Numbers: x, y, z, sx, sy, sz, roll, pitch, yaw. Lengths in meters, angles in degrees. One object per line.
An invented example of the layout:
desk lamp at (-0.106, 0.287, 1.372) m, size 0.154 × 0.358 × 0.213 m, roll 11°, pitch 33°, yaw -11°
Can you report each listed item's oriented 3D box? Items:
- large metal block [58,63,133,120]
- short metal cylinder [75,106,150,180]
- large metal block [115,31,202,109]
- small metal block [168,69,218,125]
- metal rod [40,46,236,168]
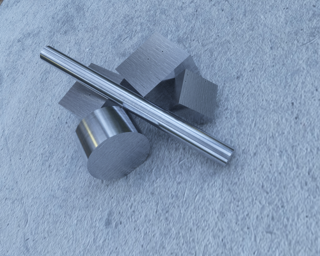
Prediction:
large metal block at (-0.089, -0.041, 0.461) m, size 0.080 × 0.050 × 0.080 m, roll 28°, pitch 77°, yaw 37°
short metal cylinder at (-0.060, 0.019, 0.389) m, size 0.080 × 0.080 × 0.050 m, roll -38°, pitch 51°, yaw 3°
large metal block at (-0.002, -0.076, 0.434) m, size 0.080 × 0.050 × 0.080 m, roll -43°, pitch 51°, yaw -2°
small metal block at (0.042, -0.038, 0.388) m, size 0.025 × 0.050 × 0.050 m, roll -32°, pitch 40°, yaw 56°
metal rod at (-0.043, -0.037, 0.398) m, size 0.300 × 0.025 × 0.025 m, roll 30°, pitch 78°, yaw 21°
